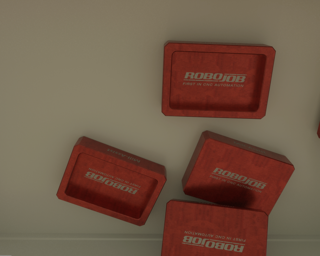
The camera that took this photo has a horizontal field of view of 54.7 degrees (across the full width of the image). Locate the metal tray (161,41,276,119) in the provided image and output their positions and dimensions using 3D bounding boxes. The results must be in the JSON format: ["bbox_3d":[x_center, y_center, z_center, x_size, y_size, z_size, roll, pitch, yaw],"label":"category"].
[{"bbox_3d":[0.069,-0.060,0.387,0.131,0.030,0.089,2,110,-1],"label":"metal tray"}]

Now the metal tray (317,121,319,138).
[{"bbox_3d":[0.244,-0.034,0.365,0.030,0.090,0.129,-4,111,-19],"label":"metal tray"}]

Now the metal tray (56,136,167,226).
[{"bbox_3d":[-0.067,0.076,0.435,0.131,0.030,0.089,21,109,-8],"label":"metal tray"}]

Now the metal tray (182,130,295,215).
[{"bbox_3d":[0.107,0.066,0.435,0.131,0.030,0.089,18,109,-7],"label":"metal tray"}]

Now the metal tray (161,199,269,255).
[{"bbox_3d":[0.071,0.147,0.409,0.131,0.030,0.090,5,81,10],"label":"metal tray"}]
